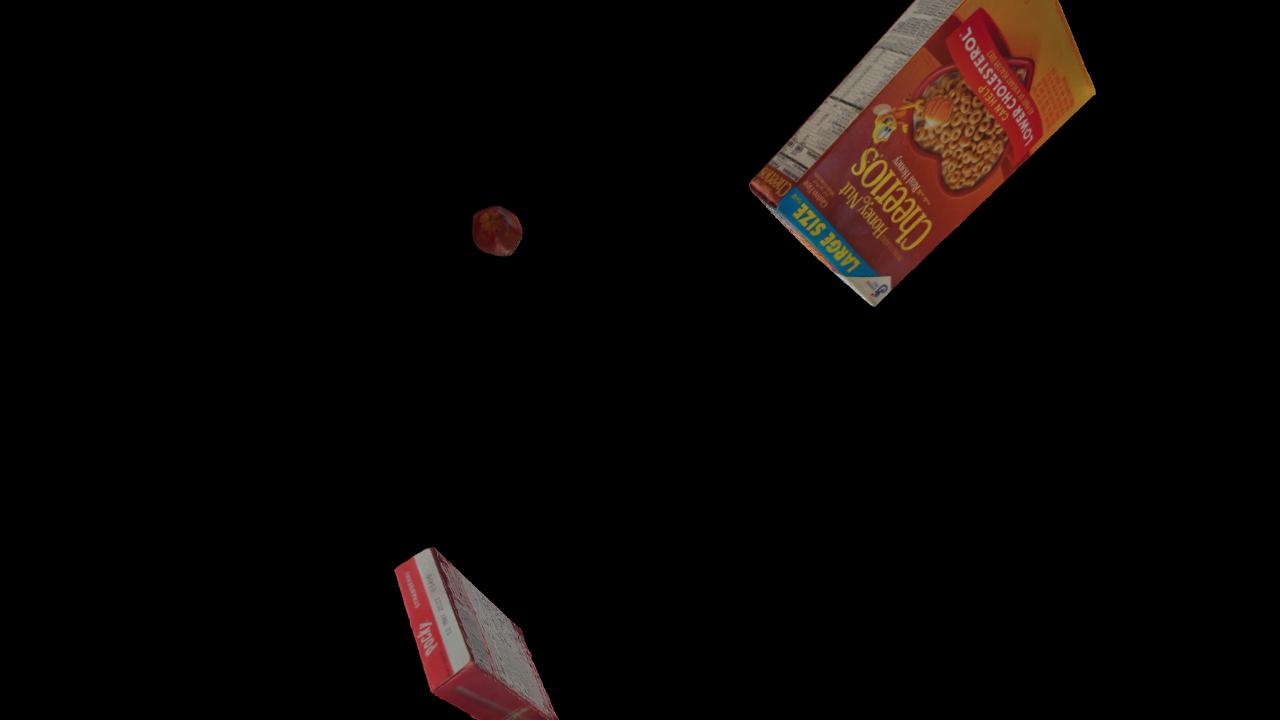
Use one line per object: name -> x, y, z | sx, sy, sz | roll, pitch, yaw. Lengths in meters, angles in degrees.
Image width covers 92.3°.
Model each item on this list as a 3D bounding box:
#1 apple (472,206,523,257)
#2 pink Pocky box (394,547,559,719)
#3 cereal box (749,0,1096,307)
apple -> -0.227, -0.204, 0.970 | 0.079, 0.079, 0.093 | 0, -6, 1
pink Pocky box -> -0.102, 0.193, 0.402 | 0.029, 0.155, 0.084 | -30, 48, -11
cereal box -> 0.287, -0.225, 0.632 | 0.203, 0.306, 0.081 | 33, 17, -35
